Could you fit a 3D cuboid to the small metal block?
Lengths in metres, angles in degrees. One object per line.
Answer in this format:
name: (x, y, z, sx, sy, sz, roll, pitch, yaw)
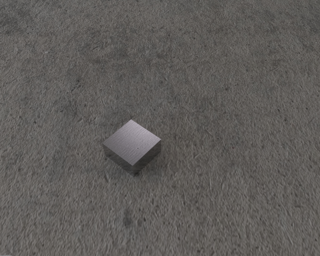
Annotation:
small metal block: (-0.034, 0.024, 0.383, 0.050, 0.025, 0.050, 33, 57, 24)
